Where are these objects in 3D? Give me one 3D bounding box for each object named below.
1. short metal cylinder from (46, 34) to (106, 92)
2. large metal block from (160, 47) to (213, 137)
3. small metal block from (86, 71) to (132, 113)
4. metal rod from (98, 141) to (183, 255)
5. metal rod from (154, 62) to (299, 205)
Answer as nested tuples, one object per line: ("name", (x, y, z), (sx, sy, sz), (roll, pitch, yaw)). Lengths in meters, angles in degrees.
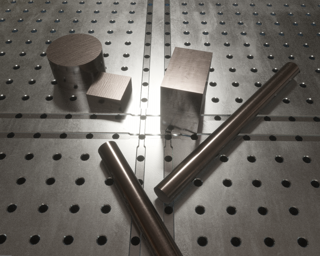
("short metal cylinder", (-0.126, -0.100, 0.474), (0.081, 0.050, 0.080), (0, 50, 0))
("large metal block", (0.035, -0.048, 0.413), (0.050, 0.080, 0.080), (11, 51, 9))
("small metal block", (-0.073, -0.053, 0.451), (0.050, 0.025, 0.050), (11, 51, 8))
("metal rod", (0.008, 0.125, 0.302), (0.025, 0.025, 0.300), (-23, 54, -19))
("metal rod", (0.105, -0.009, 0.416), (0.025, 0.025, 0.302), (36, 58, 26))
